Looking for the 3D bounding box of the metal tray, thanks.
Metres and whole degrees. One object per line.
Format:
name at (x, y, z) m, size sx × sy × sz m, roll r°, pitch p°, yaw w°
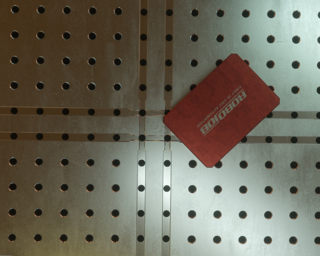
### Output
metal tray at (0.080, -0.022, 0.412) m, size 0.130 × 0.030 × 0.090 m, roll -44°, pitch 91°, yaw 0°
